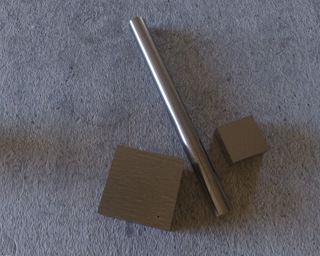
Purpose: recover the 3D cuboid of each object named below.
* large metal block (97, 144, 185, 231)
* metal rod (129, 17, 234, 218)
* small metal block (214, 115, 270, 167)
[{"bbox_3d":[-0.020,0.072,0.368,0.080,0.050,0.080,13,70,4],"label":"large metal block"},{"bbox_3d":[0.021,-0.028,0.418,0.025,0.025,0.299,-21,71,-7],"label":"metal rod"},{"bbox_3d":[0.105,0.017,0.403,0.050,0.025,0.050,-19,71,-7],"label":"small metal block"}]
